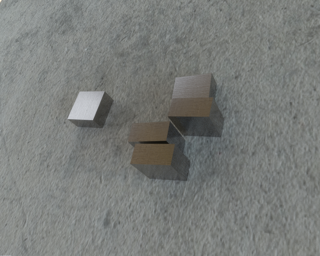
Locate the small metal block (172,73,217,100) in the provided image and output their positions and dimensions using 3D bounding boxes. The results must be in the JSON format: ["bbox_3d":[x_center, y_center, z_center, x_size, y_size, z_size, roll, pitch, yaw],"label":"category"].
[{"bbox_3d":[0.045,-0.041,0.405,0.050,0.025,0.050,-3,60,26],"label":"small metal block"}]

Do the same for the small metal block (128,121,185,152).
[{"bbox_3d":[-0.003,0.016,0.378,0.050,0.050,0.025,-3,61,26],"label":"small metal block"}]

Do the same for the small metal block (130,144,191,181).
[{"bbox_3d":[0.002,0.040,0.361,0.050,0.050,0.025,-1,61,27],"label":"small metal block"}]

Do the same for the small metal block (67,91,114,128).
[{"bbox_3d":[-0.106,-0.028,0.475,0.050,0.025,0.050,3,63,29],"label":"small metal block"}]

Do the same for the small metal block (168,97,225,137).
[{"bbox_3d":[0.044,-0.012,0.371,0.050,0.050,0.025,2,63,28],"label":"small metal block"}]
